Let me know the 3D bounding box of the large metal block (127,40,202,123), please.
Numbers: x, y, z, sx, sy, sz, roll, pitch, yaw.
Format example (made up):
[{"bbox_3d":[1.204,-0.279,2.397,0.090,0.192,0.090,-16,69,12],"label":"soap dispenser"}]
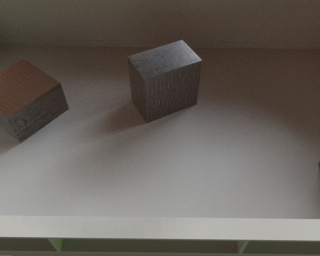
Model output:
[{"bbox_3d":[0.006,-0.063,0.422,0.081,0.080,0.050,-22,54,-17],"label":"large metal block"}]

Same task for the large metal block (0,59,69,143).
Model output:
[{"bbox_3d":[-0.187,-0.039,0.420,0.080,0.050,0.080,32,57,24],"label":"large metal block"}]
